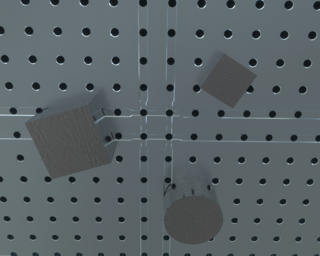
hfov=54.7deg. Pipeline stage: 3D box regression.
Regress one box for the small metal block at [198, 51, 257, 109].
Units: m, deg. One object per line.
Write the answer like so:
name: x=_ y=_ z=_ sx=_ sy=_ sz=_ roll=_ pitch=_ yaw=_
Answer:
small metal block: x=0.084 y=-0.061 z=0.392 sx=0.050 sy=0.025 sz=0.050 roll=31 pitch=107 yaw=-11

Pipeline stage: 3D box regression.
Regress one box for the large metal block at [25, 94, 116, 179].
large metal block: x=-0.111 y=0.011 z=0.403 sx=0.080 sy=0.050 sz=0.080 roll=-16 pitch=110 yaw=5

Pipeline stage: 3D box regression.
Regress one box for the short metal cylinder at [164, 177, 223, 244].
short metal cylinder: x=0.046 y=0.117 z=0.444 sx=0.081 sy=0.050 sz=0.079 roll=0 pitch=110 yaw=0
